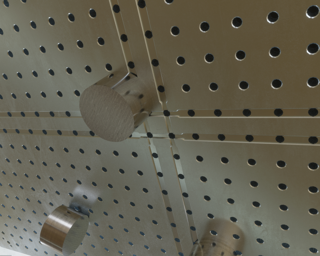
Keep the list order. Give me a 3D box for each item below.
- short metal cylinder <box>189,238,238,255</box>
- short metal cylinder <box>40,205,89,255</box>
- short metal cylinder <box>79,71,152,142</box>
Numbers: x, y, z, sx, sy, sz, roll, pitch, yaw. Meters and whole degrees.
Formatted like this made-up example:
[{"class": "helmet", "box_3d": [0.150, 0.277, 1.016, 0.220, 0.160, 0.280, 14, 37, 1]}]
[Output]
[{"class": "short metal cylinder", "box_3d": [0.081, 0.223, 0.490, 0.080, 0.050, 0.079, 13, 123, 21]}, {"class": "short metal cylinder", "box_3d": [-0.181, 0.195, 0.592, 0.050, 0.080, 0.079, 19, 126, 17]}, {"class": "short metal cylinder", "box_3d": [-0.057, -0.028, 0.408, 0.080, 0.050, 0.079, 13, 124, 21]}]
